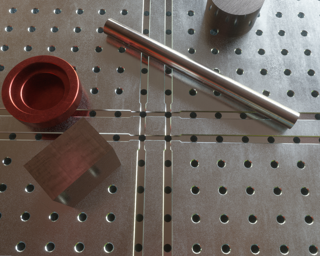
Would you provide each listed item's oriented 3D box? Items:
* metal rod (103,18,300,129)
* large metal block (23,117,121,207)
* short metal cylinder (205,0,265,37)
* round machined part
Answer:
[{"bbox_3d":[0.052,-0.081,0.442,0.301,0.025,0.025,29,73,9],"label":"metal rod"},{"bbox_3d":[-0.097,0.044,0.365,0.080,0.080,0.050,-42,76,-14],"label":"large metal block"},{"bbox_3d":[0.111,-0.187,0.468,0.081,0.050,0.080,0,70,0],"label":"short metal cylinder"},{"bbox_3d":[-0.154,-0.045,0.417,0.099,0.042,0.098,0,70,-1],"label":"round machined part"}]
